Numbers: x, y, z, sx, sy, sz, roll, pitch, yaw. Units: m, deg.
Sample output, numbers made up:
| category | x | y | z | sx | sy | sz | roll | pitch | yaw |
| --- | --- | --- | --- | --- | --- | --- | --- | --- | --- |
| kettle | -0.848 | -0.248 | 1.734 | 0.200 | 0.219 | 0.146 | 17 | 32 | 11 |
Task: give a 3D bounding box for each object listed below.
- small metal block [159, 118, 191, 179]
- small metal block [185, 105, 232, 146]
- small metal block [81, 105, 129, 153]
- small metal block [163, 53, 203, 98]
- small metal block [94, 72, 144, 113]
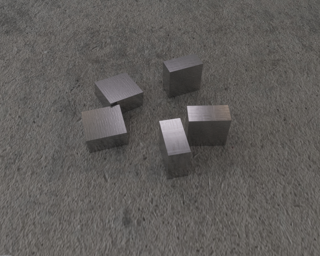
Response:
| category | x | y | z | sx | sy | sz | roll | pitch | yaw |
| --- | --- | --- | --- | --- | --- | --- | --- | --- | --- |
| small metal block | 0.016 | 0.025 | 0.366 | 0.025 | 0.050 | 0.050 | -9 | 51 | -7 |
| small metal block | 0.058 | -0.002 | 0.389 | 0.050 | 0.050 | 0.025 | -2 | 50 | -1 |
| small metal block | -0.072 | 0.000 | 0.402 | 0.050 | 0.025 | 0.050 | -12 | 51 | -10 |
| small metal block | 0.032 | -0.075 | 0.450 | 0.050 | 0.050 | 0.025 | -17 | 52 | -14 |
| small metal block | -0.058 | -0.049 | 0.441 | 0.050 | 0.025 | 0.050 | -23 | 54 | -25 |
